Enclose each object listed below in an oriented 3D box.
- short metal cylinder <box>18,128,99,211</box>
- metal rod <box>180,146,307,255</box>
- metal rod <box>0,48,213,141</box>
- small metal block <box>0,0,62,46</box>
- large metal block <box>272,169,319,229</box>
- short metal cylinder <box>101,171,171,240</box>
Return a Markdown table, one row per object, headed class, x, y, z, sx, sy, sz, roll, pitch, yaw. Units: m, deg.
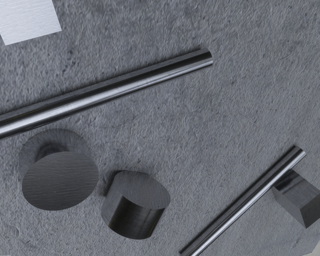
| class | x | y | z | sx | sy | sz | roll | pitch | yaw |
| --- | --- | --- | --- | --- | --- | --- | --- | --- | --- |
| short metal cylinder | -0.117 | 0.047 | 0.356 | 0.081 | 0.050 | 0.079 | -14 | 124 | -21 |
| metal rod | 0.154 | 0.145 | 0.581 | 0.300 | 0.025 | 0.025 | -44 | 130 | 2 |
| metal rod | -0.076 | -0.034 | 0.343 | 0.302 | 0.025 | 0.025 | -21 | 127 | -16 |
| small metal block | -0.122 | -0.107 | 0.274 | 0.050 | 0.025 | 0.050 | -21 | 127 | -16 |
| large metal block | 0.265 | 0.134 | 0.599 | 0.050 | 0.080 | 0.080 | -37 | 129 | -4 |
| short metal cylinder | -0.033 | 0.101 | 0.416 | 0.081 | 0.080 | 0.050 | 12 | 112 | -34 |
